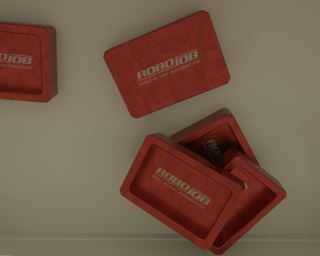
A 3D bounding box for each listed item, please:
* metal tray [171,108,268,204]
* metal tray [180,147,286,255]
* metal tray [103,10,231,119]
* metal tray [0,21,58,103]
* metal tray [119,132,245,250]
[{"bbox_3d":[0.083,0.049,0.427,0.090,0.030,0.130,-29,108,9],"label":"metal tray"},{"bbox_3d":[0.088,0.100,0.414,0.090,0.030,0.130,37,106,-13],"label":"metal tray"},{"bbox_3d":[0.009,-0.077,0.381,0.130,0.030,0.090,-21,109,7],"label":"metal tray"},{"bbox_3d":[-0.195,-0.082,0.375,0.131,0.030,0.089,5,110,-2],"label":"metal tray"},{"bbox_3d":[0.025,0.074,0.382,0.130,0.030,0.090,30,102,15],"label":"metal tray"}]
